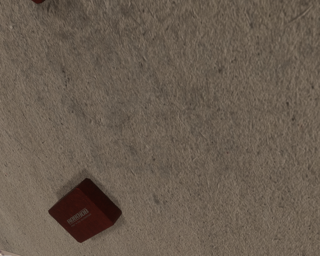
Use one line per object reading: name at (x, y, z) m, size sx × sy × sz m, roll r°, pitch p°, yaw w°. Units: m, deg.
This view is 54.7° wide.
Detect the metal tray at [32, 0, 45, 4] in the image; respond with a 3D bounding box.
metal tray at (-0.171, -0.212, 0.336) m, size 0.130 × 0.030 × 0.090 m, roll 32°, pitch 136°, yaw -11°

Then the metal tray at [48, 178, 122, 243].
metal tray at (-0.141, 0.156, 0.572) m, size 0.090 × 0.030 × 0.129 m, roll 47°, pitch 129°, yaw -6°
